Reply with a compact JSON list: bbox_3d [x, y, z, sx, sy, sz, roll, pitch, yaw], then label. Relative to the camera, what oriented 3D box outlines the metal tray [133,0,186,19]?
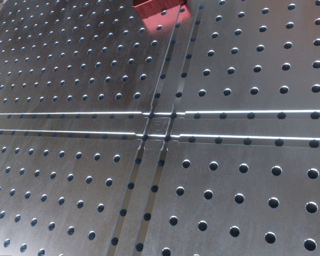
[{"bbox_3d":[-0.002,-0.268,0.572,0.090,0.030,0.130,-14,56,20],"label":"metal tray"}]
